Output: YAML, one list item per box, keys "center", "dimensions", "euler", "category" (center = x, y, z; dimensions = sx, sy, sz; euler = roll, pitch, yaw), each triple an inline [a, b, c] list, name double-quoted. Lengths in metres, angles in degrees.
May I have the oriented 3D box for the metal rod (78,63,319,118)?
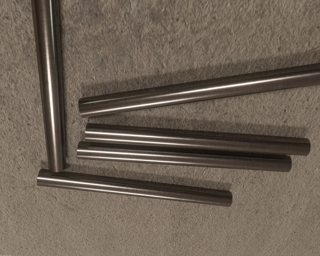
- center: [0.052, -0.045, 0.369]
  dimensions: [0.302, 0.025, 0.025]
  euler: [-8, 130, 6]
  category: "metal rod"

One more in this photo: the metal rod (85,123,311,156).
- center: [0.053, 0.016, 0.421]
  dimensions: [0.302, 0.025, 0.025]
  euler: [4, 130, -4]
  category: "metal rod"

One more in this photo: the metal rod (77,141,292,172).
- center: [0.037, 0.042, 0.443]
  dimensions: [0.302, 0.025, 0.025]
  euler: [4, 130, -4]
  category: "metal rod"

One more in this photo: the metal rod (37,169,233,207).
- center: [-0.034, 0.096, 0.488]
  dimensions: [0.302, 0.025, 0.025]
  euler: [8, 130, -8]
  category: "metal rod"

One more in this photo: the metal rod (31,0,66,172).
- center: [-0.126, -0.057, 0.356]
  dimensions: [0.025, 0.025, 0.298]
  euler: [7, 130, -6]
  category: "metal rod"
